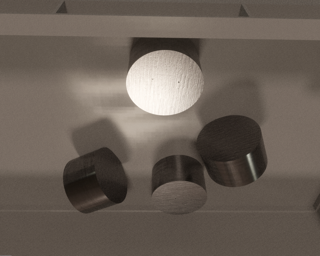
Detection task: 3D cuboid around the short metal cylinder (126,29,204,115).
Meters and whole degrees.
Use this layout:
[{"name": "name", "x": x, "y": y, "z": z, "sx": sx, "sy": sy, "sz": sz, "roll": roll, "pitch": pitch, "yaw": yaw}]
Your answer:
[{"name": "short metal cylinder", "x": 0.005, "y": -0.061, "z": 0.341, "sx": 0.081, "sy": 0.050, "sz": 0.079, "roll": 0, "pitch": 130, "yaw": 0}]

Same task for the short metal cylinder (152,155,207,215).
[{"name": "short metal cylinder", "x": 0.028, "y": 0.086, "z": 0.467, "sx": 0.081, "sy": 0.050, "sz": 0.079, "roll": 0, "pitch": 130, "yaw": 0}]

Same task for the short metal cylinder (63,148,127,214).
[{"name": "short metal cylinder", "x": -0.089, "y": 0.074, "z": 0.434, "sx": 0.050, "sy": 0.080, "sz": 0.080, "roll": -22, "pitch": 127, "yaw": 17}]

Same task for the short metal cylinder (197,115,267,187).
[{"name": "short metal cylinder", "x": 0.093, "y": 0.029, "z": 0.399, "sx": 0.080, "sy": 0.080, "sz": 0.050, "roll": -16, "pitch": 129, "yaw": 13}]
